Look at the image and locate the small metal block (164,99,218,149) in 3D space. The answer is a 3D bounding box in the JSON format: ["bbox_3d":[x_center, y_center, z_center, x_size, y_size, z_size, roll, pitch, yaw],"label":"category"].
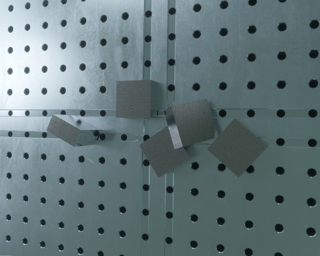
[{"bbox_3d":[0.038,-0.005,0.385,0.050,0.025,0.050,-13,84,-22],"label":"small metal block"}]

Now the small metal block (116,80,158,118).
[{"bbox_3d":[-0.031,-0.039,0.424,0.050,0.025,0.050,1,90,20],"label":"small metal block"}]

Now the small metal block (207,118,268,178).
[{"bbox_3d":[0.095,0.024,0.379,0.050,0.025,0.050,43,103,15],"label":"small metal block"}]

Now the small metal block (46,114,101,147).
[{"bbox_3d":[-0.122,0.003,0.443,0.050,0.050,0.025,27,99,18],"label":"small metal block"}]

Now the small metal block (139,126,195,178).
[{"bbox_3d":[0.009,0.030,0.410,0.050,0.025,0.050,-34,79,17],"label":"small metal block"}]
